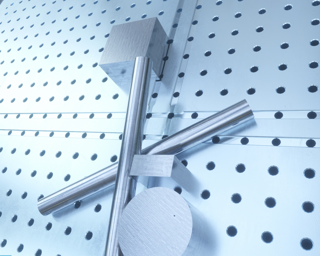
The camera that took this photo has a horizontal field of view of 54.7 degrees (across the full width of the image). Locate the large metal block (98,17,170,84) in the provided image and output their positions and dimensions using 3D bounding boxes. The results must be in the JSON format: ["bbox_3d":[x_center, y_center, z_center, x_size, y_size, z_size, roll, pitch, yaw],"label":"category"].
[{"bbox_3d":[-0.038,-0.119,0.484,0.080,0.050,0.080,-1,61,27],"label":"large metal block"}]

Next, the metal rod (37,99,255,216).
[{"bbox_3d":[-0.026,0.042,0.394,0.301,0.025,0.025,-26,53,11],"label":"metal rod"}]

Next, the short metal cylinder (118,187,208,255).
[{"bbox_3d":[0.004,0.108,0.323,0.080,0.050,0.080,-13,56,20],"label":"short metal cylinder"}]

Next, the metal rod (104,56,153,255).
[{"bbox_3d":[-0.038,0.052,0.365,0.025,0.025,0.299,-3,69,26],"label":"metal rod"}]

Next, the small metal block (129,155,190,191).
[{"bbox_3d":[0.001,0.052,0.358,0.050,0.050,0.025,-2,61,26],"label":"small metal block"}]
